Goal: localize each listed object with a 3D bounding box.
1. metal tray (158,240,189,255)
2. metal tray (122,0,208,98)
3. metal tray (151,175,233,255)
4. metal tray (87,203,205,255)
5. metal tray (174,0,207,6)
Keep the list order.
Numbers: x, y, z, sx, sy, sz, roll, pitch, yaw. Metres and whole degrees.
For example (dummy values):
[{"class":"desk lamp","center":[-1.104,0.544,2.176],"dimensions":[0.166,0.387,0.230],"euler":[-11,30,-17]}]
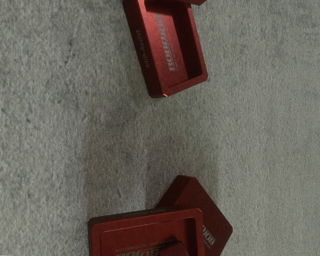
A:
[{"class":"metal tray","center":[0.040,0.207,0.370],"dimensions":[0.030,0.090,0.129],"euler":[-23,131,-8]},{"class":"metal tray","center":[0.011,-0.114,0.412],"dimensions":[0.091,0.030,0.129],"euler":[-27,107,-37]},{"class":"metal tray","center":[0.047,0.142,0.443],"dimensions":[0.090,0.030,0.130],"euler":[-51,120,-28]},{"class":"metal tray","center":[-0.014,0.143,0.359],"dimensions":[0.131,0.030,0.089],"euler":[-3,89,-20]},{"class":"metal tray","center":[0.017,-0.229,0.396],"dimensions":[0.091,0.030,0.129],"euler":[-7,80,-40]}]
